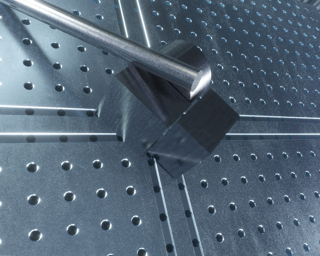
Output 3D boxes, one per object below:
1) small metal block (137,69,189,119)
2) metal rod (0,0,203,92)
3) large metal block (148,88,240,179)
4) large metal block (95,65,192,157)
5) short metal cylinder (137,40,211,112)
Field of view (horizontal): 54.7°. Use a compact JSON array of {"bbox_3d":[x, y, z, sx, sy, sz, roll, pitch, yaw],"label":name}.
[{"bbox_3d":[0.005,-0.049,0.443,0.050,0.025,0.050,41,51,-1],"label":"small metal block"},{"bbox_3d":[-0.090,-0.115,0.364,0.301,0.025,0.025,27,49,16],"label":"metal rod"},{"bbox_3d":[0.042,0.008,0.390,0.050,0.080,0.080,45,51,2],"label":"large metal block"},{"bbox_3d":[-0.023,-0.023,0.377,0.080,0.080,0.050,44,51,2],"label":"large metal block"},{"bbox_3d":[0.017,-0.064,0.389,0.080,0.080,0.050,45,51,2],"label":"short metal cylinder"}]
